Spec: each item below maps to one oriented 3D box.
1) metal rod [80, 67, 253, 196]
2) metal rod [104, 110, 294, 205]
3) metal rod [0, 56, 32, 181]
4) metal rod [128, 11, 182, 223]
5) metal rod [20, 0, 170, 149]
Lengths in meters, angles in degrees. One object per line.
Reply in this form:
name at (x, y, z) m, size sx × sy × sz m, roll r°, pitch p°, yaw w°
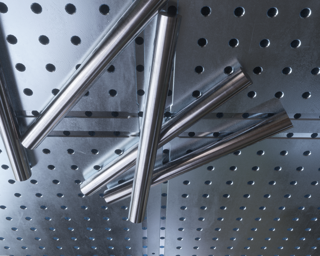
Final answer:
metal rod at (-0.008, 0.018, 0.426) m, size 0.299 × 0.025 × 0.025 m, roll -36°, pitch 122°, yaw 26°
metal rod at (0.042, 0.050, 0.455) m, size 0.300 × 0.025 × 0.025 m, roll -26°, pitch 126°, yaw 20°
metal rod at (-0.195, -0.042, 0.372) m, size 0.025 × 0.025 × 0.298 m, roll 3°, pitch 130°, yaw -4°
metal rod at (-0.013, 0.010, 0.392) m, size 0.025 × 0.025 × 0.298 m, roll 7°, pitch 122°, yaw -6°
metal rod at (-0.078, -0.066, 0.354) m, size 0.025 × 0.025 × 0.299 m, roll 35°, pitch 122°, yaw -26°
